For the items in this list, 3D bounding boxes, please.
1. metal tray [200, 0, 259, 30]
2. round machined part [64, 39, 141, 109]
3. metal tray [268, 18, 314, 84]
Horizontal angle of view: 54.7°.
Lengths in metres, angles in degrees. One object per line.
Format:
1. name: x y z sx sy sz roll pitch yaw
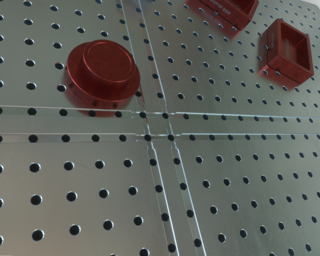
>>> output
1. metal tray: 0.138 -0.272 0.644 0.130 0.030 0.090 34 51 -6
2. round machined part: -0.071 -0.076 0.406 0.099 0.042 0.098 14 56 -21
3. metal tray: 0.273 -0.164 0.651 0.090 0.030 0.130 25 53 -13
